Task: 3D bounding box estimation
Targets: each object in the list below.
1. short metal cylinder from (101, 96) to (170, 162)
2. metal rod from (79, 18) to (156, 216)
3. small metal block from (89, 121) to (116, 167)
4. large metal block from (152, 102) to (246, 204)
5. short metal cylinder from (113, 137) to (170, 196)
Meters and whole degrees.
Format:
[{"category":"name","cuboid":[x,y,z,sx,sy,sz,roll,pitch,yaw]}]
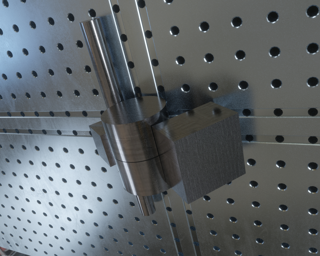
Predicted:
[{"category":"short metal cylinder","cuboid":[-0.027,-0.001,0.384,0.080,0.080,0.050,1,119,28]},{"category":"metal rod","cuboid":[-0.052,0.002,0.434,0.025,0.025,0.298,0,119,28]},{"category":"small metal block","cuboid":[-0.075,0.021,0.444,0.050,0.025,0.050,29,138,56]},{"category":"large metal block","cuboid":[0.046,0.026,0.353,0.050,0.081,0.080,35,143,57]},{"category":"short metal cylinder","cuboid":[-0.015,0.043,0.405,0.080,0.080,0.050,1,119,28]}]
